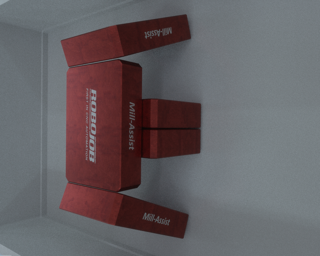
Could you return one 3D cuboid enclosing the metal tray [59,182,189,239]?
[{"bbox_3d":[-0.038,0.099,0.366,0.090,0.130,0.030,1,69,39],"label":"metal tray"}]

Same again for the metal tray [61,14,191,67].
[{"bbox_3d":[-0.036,-0.104,0.365,0.090,0.131,0.030,1,111,40],"label":"metal tray"}]

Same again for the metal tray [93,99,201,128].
[{"bbox_3d":[-0.027,-0.016,0.385,0.130,0.091,0.030,1,91,40],"label":"metal tray"}]

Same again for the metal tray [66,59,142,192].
[{"bbox_3d":[-0.063,-0.003,0.336,0.090,0.030,0.129,1,91,39],"label":"metal tray"}]

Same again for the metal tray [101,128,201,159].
[{"bbox_3d":[-0.027,0.015,0.386,0.130,0.091,0.030,1,91,40],"label":"metal tray"}]
